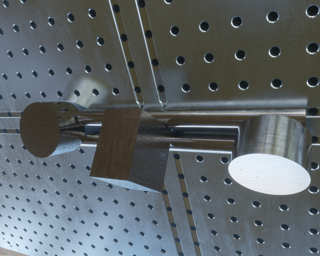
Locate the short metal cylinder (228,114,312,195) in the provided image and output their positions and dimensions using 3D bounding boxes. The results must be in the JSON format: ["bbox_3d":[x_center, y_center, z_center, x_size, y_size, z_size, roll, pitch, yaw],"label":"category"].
[{"bbox_3d":[0.119,0.030,0.334,0.080,0.050,0.080,15,146,10],"label":"short metal cylinder"}]

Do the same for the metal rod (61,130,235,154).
[{"bbox_3d":[-0.039,0.017,0.441,0.300,0.025,0.025,1,119,27],"label":"metal rod"}]

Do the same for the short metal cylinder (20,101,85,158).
[{"bbox_3d":[-0.160,0.001,0.461,0.080,0.050,0.079,3,97,27],"label":"short metal cylinder"}]

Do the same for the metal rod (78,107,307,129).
[{"bbox_3d":[0.019,-0.012,0.393,0.300,0.025,0.025,1,119,27],"label":"metal rod"}]

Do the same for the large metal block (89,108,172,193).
[{"bbox_3d":[-0.030,0.029,0.371,0.050,0.080,0.080,1,161,28],"label":"large metal block"}]
